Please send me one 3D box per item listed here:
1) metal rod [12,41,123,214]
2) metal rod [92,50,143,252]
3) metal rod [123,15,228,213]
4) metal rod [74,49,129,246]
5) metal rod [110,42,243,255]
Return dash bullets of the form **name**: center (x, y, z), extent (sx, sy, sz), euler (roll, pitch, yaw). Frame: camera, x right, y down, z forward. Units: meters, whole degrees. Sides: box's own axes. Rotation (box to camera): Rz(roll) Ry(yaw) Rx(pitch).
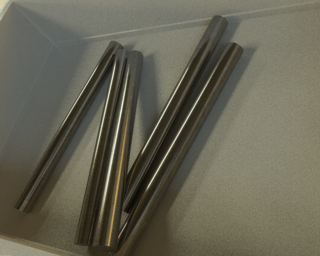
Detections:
- **metal rod**: center (-0.136, -0.013, 0.484), extent (0.025, 0.025, 0.300), euler (13, 68, 33)
- **metal rod**: center (-0.048, 0.004, 0.406), extent (0.025, 0.025, 0.300), euler (-13, 50, 21)
- **metal rod**: center (0.020, -0.029, 0.412), extent (0.025, 0.025, 0.300), euler (17, 70, 34)
- **metal rod**: center (-0.075, 0.008, 0.440), extent (0.025, 0.025, 0.299), euler (-8, 58, 24)
- **metal rod**: center (0.027, 0.018, 0.380), extent (0.025, 0.025, 0.300), euler (20, 72, 35)
